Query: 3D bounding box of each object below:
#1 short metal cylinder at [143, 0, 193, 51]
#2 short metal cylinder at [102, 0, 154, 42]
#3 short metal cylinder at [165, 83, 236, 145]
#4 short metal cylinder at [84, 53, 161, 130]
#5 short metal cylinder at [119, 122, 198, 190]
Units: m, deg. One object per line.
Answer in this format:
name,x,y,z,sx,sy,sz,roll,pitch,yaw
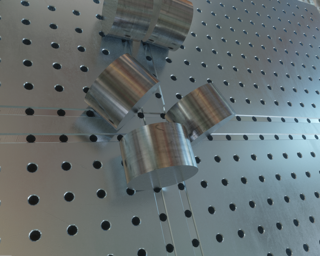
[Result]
short metal cylinder,0.010,-0.165,0.481,0.050,0.080,0.080,13,56,-22
short metal cylinder,-0.049,-0.171,0.452,0.050,0.080,0.080,5,60,-26
short metal cylinder,0.053,-0.016,0.413,0.081,0.080,0.050,-26,76,-37
short metal cylinder,-0.045,-0.043,0.377,0.050,0.080,0.080,42,51,0
short metal cylinder,-0.002,0.034,0.352,0.081,0.080,0.050,0,62,-29
